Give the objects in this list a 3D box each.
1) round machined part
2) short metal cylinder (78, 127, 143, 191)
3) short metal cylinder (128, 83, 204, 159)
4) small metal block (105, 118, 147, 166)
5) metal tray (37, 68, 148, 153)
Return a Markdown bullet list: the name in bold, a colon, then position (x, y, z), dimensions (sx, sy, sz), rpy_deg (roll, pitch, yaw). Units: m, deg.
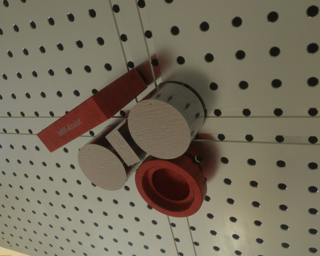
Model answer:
- **round machined part**: position (0.019, 0.073, 0.430), dimensions (0.098, 0.042, 0.097), rpy_deg (13, 124, 21)
- **short metal cylinder**: position (-0.072, 0.045, 0.456), dimensions (0.080, 0.050, 0.079), rpy_deg (13, 124, 21)
- **short metal cylinder**: position (0.008, -0.009, 0.380), dimensions (0.080, 0.050, 0.079), rpy_deg (13, 124, 21)
- **small metal block**: position (-0.037, 0.015, 0.418), dimensions (0.025, 0.050, 0.050), rpy_deg (-28, 103, 37)
- **metal tray**: position (-0.087, -0.022, 0.396), dimensions (0.130, 0.090, 0.030), rpy_deg (-26, 104, 37)
